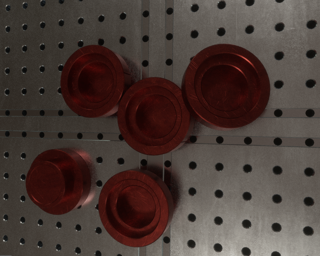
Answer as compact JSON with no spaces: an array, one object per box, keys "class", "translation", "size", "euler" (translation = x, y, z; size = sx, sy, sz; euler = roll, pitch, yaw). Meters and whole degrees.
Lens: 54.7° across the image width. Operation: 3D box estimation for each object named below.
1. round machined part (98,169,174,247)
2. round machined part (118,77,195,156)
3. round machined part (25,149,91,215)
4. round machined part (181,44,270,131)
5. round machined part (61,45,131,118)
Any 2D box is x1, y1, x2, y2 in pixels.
[{"class":"round machined part","translation":[-0.028,0.102,0.413],"size":[0.098,0.042,0.097],"euler":[0,90,19]},{"class":"round machined part","translation":[-0.002,-0.015,0.403],"size":[0.098,0.042,0.097],"euler":[0,90,21]},{"class":"round machined part","translation":[-0.156,0.080,0.457],"size":[0.098,0.042,0.097],"euler":[0,90,19]},{"class":"round machined part","translation":[0.073,-0.045,0.364],"size":[0.099,0.042,0.097],"euler":[1,81,-7]},{"class":"round machined part","translation":[-0.085,-0.062,0.432],"size":[0.098,0.042,0.097],"euler":[0,90,19]}]
